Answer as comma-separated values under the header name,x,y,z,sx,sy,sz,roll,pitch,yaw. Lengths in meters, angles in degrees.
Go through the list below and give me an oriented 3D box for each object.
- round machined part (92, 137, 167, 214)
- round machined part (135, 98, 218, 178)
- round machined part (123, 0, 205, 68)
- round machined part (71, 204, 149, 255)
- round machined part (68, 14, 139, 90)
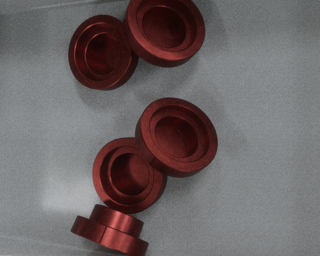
name,x,y,z,sx,sy,sz,roll,pitch,yaw
round machined part,-0.037,0.061,0.413,0.098,0.042,0.097,0,90,19
round machined part,0.017,0.015,0.376,0.098,0.099,0.042,53,145,12
round machined part,0.002,-0.119,0.382,0.099,0.042,0.098,5,75,-19
round machined part,-0.060,0.130,0.398,0.098,0.098,0.042,14,68,19
round machined part,-0.072,-0.100,0.424,0.098,0.042,0.097,0,91,22
